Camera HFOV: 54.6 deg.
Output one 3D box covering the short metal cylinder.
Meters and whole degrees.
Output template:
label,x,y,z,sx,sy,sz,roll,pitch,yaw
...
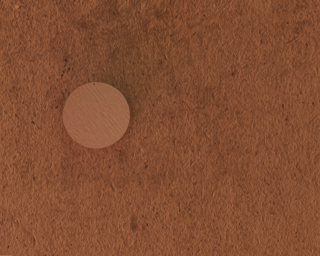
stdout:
label,x,y,z,sx,sy,sz,roll,pitch,yaw
short metal cylinder,-0.076,-0.015,0.397,0.080,0.050,0.080,0,90,0
